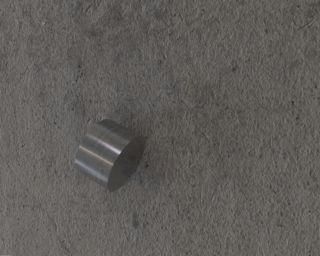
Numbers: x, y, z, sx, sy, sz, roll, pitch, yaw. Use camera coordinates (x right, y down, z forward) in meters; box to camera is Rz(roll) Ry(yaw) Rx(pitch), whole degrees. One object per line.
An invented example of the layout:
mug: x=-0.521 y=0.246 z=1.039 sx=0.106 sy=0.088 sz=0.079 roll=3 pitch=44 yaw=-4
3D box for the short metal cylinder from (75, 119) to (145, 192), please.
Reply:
short metal cylinder: x=-0.063 y=0.035 z=0.402 sx=0.050 sy=0.080 sz=0.080 roll=28 pitch=99 yaw=18
